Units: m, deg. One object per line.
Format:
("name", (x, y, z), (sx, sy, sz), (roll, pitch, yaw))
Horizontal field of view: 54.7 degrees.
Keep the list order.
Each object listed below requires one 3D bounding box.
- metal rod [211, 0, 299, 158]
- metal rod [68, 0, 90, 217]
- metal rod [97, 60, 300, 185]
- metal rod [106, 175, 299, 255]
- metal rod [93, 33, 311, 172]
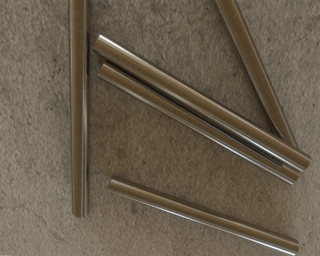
("metal rod", (0.111, -0.083, 0.380), (0.025, 0.025, 0.299), (-27, 108, 9))
("metal rod", (-0.104, -0.016, 0.402), (0.025, 0.025, 0.298), (4, 110, -2))
("metal rod", (0.058, -0.002, 0.409), (0.301, 0.025, 0.025), (29, 107, -11))
("metal rod", (0.068, 0.131, 0.459), (0.302, 0.025, 0.025), (21, 109, -8))
("metal rod", (0.056, -0.028, 0.385), (0.301, 0.025, 0.025), (30, 107, -6))
